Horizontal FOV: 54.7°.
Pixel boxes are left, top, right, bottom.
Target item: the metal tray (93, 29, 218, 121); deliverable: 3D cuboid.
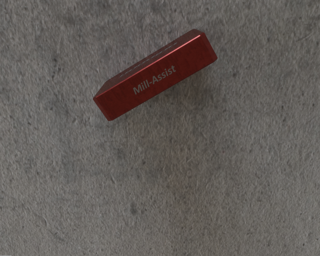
[{"bbox_3d":[-0.006,-0.064,0.351,0.130,0.090,0.030,-29,108,10],"label":"metal tray"}]
